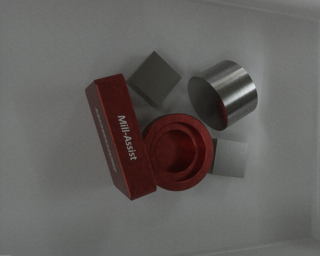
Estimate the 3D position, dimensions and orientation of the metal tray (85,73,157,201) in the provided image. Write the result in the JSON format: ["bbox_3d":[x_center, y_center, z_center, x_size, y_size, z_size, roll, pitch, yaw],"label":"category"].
[{"bbox_3d":[-0.048,0.009,0.357,0.030,0.090,0.129,-18,96,-19],"label":"metal tray"}]

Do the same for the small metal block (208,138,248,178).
[{"bbox_3d":[0.095,0.043,0.445,0.050,0.025,0.050,10,86,-19],"label":"small metal block"}]

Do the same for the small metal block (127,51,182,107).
[{"bbox_3d":[-0.009,-0.063,0.406,0.050,0.025,0.050,42,77,-14],"label":"small metal block"}]

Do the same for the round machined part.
[{"bbox_3d":[0.017,0.030,0.406,0.099,0.042,0.097,0,90,-21],"label":"round machined part"}]

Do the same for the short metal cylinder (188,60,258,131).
[{"bbox_3d":[0.081,-0.043,0.411,0.050,0.080,0.080,-31,101,-18],"label":"short metal cylinder"}]
